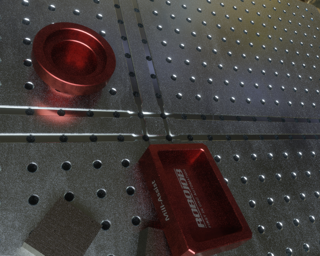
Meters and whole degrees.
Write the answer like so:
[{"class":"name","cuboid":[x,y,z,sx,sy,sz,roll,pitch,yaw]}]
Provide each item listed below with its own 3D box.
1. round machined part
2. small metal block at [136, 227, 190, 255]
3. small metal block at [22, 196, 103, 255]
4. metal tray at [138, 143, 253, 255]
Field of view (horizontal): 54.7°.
[{"class":"round machined part","cuboid":[-0.109,-0.082,0.389,0.099,0.042,0.098,14,56,-21]},{"class":"small metal block","cuboid":[0.003,0.137,0.327,0.050,0.025,0.050,19,54,-18]},{"class":"small metal block","cuboid":[-0.092,0.103,0.296,0.050,0.025,0.050,37,51,-4]},{"class":"metal tray","cuboid":[0.038,0.078,0.358,0.091,0.030,0.130,1,50,-33]}]
